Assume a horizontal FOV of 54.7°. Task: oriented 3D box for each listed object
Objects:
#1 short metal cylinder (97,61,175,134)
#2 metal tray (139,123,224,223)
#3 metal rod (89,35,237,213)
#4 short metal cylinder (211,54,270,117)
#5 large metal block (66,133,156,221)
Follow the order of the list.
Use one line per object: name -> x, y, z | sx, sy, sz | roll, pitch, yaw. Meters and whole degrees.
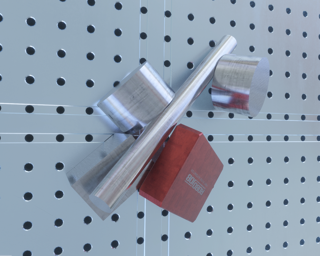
short metal cylinder -> -0.029, -0.036, 0.373 | 0.080, 0.080, 0.050 | -45, 105, -15
metal tray -> 0.033, 0.061, 0.381 | 0.090, 0.030, 0.130 | -59, 149, -10
metal rod -> 0.023, -0.028, 0.365 | 0.025, 0.025, 0.301 | 49, 54, -14
short metal cylinder -> 0.111, -0.058, 0.420 | 0.081, 0.050, 0.079 | -29, 126, -50
large metal block -> -0.058, 0.051, 0.362 | 0.080, 0.080, 0.050 | -41, 104, -15
